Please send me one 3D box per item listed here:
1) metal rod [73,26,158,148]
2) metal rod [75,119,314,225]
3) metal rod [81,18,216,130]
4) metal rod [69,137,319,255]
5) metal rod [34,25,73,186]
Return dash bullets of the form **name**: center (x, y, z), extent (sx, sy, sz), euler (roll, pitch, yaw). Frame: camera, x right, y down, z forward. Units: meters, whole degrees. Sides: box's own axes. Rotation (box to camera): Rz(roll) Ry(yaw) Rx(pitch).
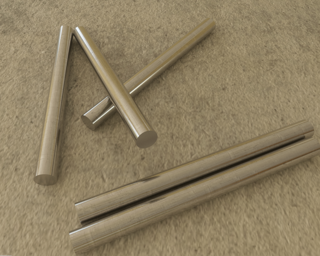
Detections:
- **metal rod**: center (-0.077, -0.077, 0.438), extent (0.025, 0.025, 0.300), euler (-19, 44, -16)
- **metal rod**: center (0.053, 0.046, 0.365), extent (0.302, 0.025, 0.025), euler (-18, 53, -15)
- **metal rod**: center (-0.002, -0.097, 0.484), extent (0.025, 0.025, 0.301), euler (31, 56, 23)
- **metal rod**: center (0.053, 0.068, 0.346), extent (0.302, 0.025, 0.025), euler (-18, 53, -15)
- **metal rod**: center (-0.147, -0.055, 0.447), extent (0.025, 0.025, 0.300), euler (-5, 50, -4)
